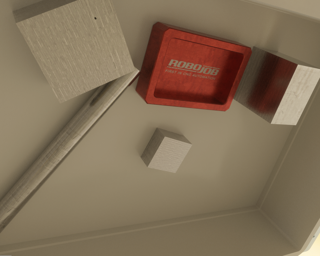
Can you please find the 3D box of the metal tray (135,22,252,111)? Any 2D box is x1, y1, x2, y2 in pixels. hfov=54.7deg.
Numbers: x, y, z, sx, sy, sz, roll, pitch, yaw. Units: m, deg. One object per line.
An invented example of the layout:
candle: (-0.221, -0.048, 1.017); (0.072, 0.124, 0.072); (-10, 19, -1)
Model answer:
metal tray: (0.044, -0.071, 0.386); (0.131, 0.030, 0.089); (3, 117, -30)

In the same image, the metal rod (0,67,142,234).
metal rod: (-0.130, 0.040, 0.362); (0.300, 0.025, 0.025); (-48, 129, 5)

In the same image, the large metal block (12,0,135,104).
large metal block: (-0.080, -0.083, 0.298); (0.080, 0.050, 0.080); (-27, 128, -12)

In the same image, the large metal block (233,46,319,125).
large metal block: (0.158, -0.059, 0.426); (0.050, 0.080, 0.079); (2, 117, -30)

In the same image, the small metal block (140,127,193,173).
small metal block: (0.009, 0.032, 0.435); (0.050, 0.025, 0.050); (17, 109, -36)
